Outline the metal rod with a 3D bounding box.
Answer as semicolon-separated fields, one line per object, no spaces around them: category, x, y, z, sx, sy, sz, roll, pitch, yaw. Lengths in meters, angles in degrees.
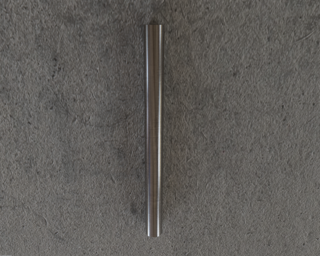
metal rod;-0.008;0.017;0.417;0.025;0.025;0.298;0;110;-1
